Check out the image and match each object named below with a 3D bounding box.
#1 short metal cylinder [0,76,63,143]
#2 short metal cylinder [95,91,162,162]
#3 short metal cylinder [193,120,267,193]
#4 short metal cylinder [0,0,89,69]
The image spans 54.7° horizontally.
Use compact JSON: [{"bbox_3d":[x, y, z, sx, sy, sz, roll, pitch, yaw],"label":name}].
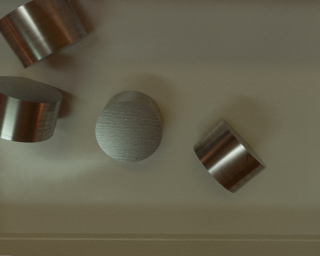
[{"bbox_3d":[-0.163,-0.024,0.371,0.080,0.080,0.050,18,109,-7],"label":"short metal cylinder"},{"bbox_3d":[-0.038,-0.003,0.396,0.081,0.050,0.079,0,110,-1],"label":"short metal cylinder"},{"bbox_3d":[0.089,0.036,0.397,0.080,0.080,0.050,43,104,-15],"label":"short metal cylinder"},{"bbox_3d":[-0.127,-0.106,0.341,0.080,0.080,0.050,-25,108,8],"label":"short metal cylinder"}]
